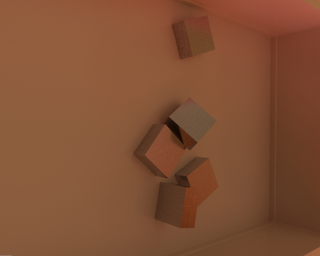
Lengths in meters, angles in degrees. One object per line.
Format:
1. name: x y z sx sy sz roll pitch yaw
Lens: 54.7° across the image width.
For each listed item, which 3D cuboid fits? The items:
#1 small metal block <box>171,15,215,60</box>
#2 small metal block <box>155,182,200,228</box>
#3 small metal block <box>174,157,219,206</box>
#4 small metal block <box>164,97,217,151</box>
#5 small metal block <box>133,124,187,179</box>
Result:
1. small metal block: 0.049 -0.131 0.447 0.050 0.025 0.050 -26 106 -37
2. small metal block: 0.022 0.101 0.409 0.025 0.050 0.050 15 81 -39
3. small metal block: 0.054 0.077 0.452 0.050 0.025 0.050 -33 111 -35
4. small metal block: 0.041 -0.006 0.423 0.050 0.025 0.050 42 55 6
5. small metal block: 0.001 0.030 0.407 0.050 0.025 0.050 48 62 -29
